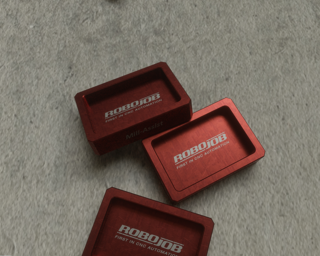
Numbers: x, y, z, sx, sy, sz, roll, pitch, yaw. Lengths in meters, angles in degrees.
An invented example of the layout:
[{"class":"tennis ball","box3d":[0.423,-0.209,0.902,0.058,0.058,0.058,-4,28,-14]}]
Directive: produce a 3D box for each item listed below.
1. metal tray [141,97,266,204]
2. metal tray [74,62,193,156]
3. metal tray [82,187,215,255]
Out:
[{"class":"metal tray","box3d":[0.053,0.028,0.395,0.131,0.030,0.090,-26,72,-10]},{"class":"metal tray","box3d":[-0.035,-0.029,0.398,0.131,0.030,0.090,-22,51,-7]},{"class":"metal tray","box3d":[-0.013,0.131,0.357,0.131,0.030,0.090,16,71,5]}]
